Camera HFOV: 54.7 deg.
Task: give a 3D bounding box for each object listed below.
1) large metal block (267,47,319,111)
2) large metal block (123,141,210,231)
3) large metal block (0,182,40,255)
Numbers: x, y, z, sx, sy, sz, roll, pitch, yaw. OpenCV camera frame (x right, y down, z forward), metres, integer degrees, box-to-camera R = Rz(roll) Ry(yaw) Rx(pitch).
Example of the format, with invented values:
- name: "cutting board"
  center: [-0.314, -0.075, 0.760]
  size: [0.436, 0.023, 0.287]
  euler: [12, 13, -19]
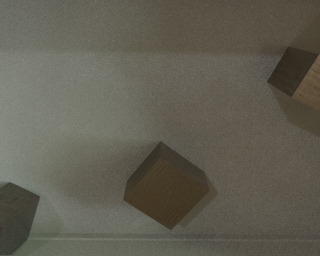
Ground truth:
- name: "large metal block"
  center: [0.187, -0.051, 0.365]
  size: [0.080, 0.080, 0.050]
  euler: [24, 108, -9]
- name: "large metal block"
  center: [0.008, 0.079, 0.427]
  size: [0.080, 0.050, 0.080]
  euler: [36, 106, -13]
- name: "large metal block"
  center: [-0.219, 0.134, 0.424]
  size: [0.050, 0.080, 0.079]
  euler: [24, 109, 5]
